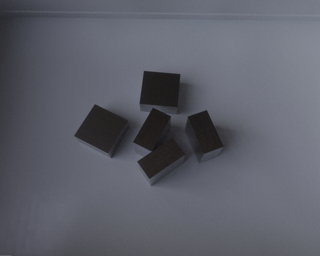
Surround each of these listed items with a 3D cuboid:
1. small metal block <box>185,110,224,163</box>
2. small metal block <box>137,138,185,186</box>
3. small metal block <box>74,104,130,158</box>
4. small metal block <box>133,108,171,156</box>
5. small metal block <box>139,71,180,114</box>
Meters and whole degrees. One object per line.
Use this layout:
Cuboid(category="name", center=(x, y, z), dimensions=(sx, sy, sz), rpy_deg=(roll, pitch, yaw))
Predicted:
Cuboid(category="small metal block", center=(0.054, 0.012, 0.392), dimensions=(0.025, 0.050, 0.050), rpy_deg=(-19, 71, -7))
Cuboid(category="small metal block", center=(0.002, 0.043, 0.381), dimensions=(0.050, 0.050, 0.025), rpy_deg=(-33, 74, -11))
Cuboid(category="small metal block", center=(-0.075, 0.004, 0.407), dimensions=(0.050, 0.025, 0.050), rpy_deg=(26, 72, 9))
Cuboid(category="small metal block", center=(-0.009, 0.010, 0.393), dimensions=(0.025, 0.050, 0.050), rpy_deg=(26, 72, 9))
Cuboid(category="small metal block", center=(0.001, -0.049, 0.427), dimensions=(0.050, 0.025, 0.050), rpy_deg=(5, 70, 2))
